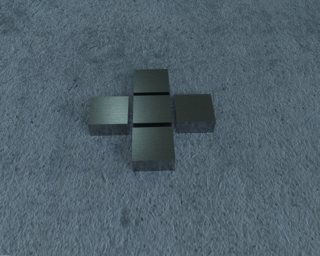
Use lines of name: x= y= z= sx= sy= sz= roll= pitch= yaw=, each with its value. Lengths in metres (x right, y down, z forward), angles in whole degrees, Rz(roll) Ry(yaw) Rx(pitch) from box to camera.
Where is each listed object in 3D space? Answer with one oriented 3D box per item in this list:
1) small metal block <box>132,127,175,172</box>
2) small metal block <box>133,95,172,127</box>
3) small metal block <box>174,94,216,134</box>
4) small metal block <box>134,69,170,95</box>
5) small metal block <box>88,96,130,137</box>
small metal block: x=-0.008 y=0.026 z=0.383 sx=0.050 sy=0.025 sz=0.050 roll=-2 pitch=50 yaw=-2
small metal block: x=-0.010 y=-0.018 z=0.420 sx=0.050 sy=0.025 sz=0.050 roll=-1 pitch=50 yaw=-2
small metal block: x=0.046 y=-0.020 z=0.422 sx=0.050 sy=0.025 sz=0.050 roll=-1 pitch=50 yaw=-2
small metal block: x=-0.012 y=-0.061 z=0.456 sx=0.050 sy=0.025 sz=0.050 roll=-1 pitch=50 yaw=-2
small metal block: x=-0.067 y=-0.016 z=0.417 sx=0.050 sy=0.025 sz=0.050 roll=-1 pitch=50 yaw=-2
